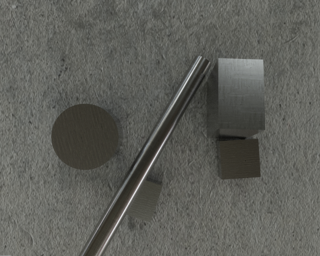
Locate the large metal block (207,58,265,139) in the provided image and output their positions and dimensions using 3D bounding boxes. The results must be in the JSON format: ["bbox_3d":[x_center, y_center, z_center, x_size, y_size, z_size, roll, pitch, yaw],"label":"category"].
[{"bbox_3d":[0.089,-0.031,0.378,0.050,0.080,0.080,2,81,0],"label":"large metal block"}]

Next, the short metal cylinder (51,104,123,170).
[{"bbox_3d":[-0.090,0.010,0.396,0.081,0.050,0.079,0,90,-1],"label":"short metal cylinder"}]

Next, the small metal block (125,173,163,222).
[{"bbox_3d":[-0.028,0.090,0.410,0.050,0.025,0.050,18,90,-1],"label":"small metal block"}]

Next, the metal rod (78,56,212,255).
[{"bbox_3d":[-0.017,0.040,0.388,0.025,0.025,0.299,30,81,-1],"label":"metal rod"}]

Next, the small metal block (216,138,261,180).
[{"bbox_3d":[0.103,0.040,0.411,0.050,0.025,0.050,-4,90,-1],"label":"small metal block"}]
